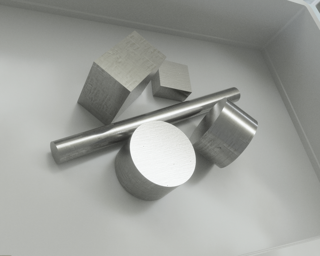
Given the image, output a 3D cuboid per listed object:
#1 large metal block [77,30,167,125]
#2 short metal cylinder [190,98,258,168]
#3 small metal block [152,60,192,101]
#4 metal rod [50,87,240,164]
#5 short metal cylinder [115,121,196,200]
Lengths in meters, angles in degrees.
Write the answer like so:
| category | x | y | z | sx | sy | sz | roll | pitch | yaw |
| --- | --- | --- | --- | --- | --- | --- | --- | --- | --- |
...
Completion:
| category | x | y | z | sx | sy | sz | roll | pitch | yaw |
| --- | --- | --- | --- | --- | --- | --- | --- | --- | --- |
| large metal block | -0.048 | -0.060 | 0.381 | 0.050 | 0.080 | 0.080 | 40 | 51 | -2 |
| short metal cylinder | 0.082 | 0.006 | 0.412 | 0.050 | 0.080 | 0.080 | 37 | 51 | -4 |
| small metal block | 0.016 | -0.071 | 0.457 | 0.050 | 0.025 | 0.050 | 8 | 58 | -24 |
| metal rod | 0.005 | -0.014 | 0.417 | 0.302 | 0.025 | 0.025 | -19 | 72 | -36 |
| short metal cylinder | -0.006 | 0.038 | 0.362 | 0.081 | 0.050 | 0.080 | 14 | 56 | -21 |
